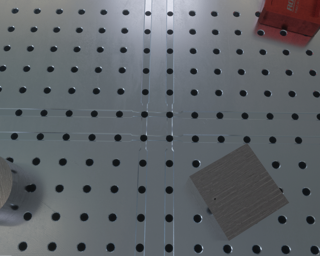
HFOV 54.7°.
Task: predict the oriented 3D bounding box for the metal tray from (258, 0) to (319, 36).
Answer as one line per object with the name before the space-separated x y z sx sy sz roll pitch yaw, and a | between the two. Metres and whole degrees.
metal tray | 0.216 -0.215 0.489 0.090 0.030 0.130 17 71 6

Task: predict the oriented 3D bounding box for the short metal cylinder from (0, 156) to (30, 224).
short metal cylinder | -0.206 0.073 0.370 0.081 0.050 0.080 0 70 0

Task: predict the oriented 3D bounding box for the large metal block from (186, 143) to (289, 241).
large metal block | 0.088 0.077 0.371 0.080 0.050 0.080 -28 73 -10
